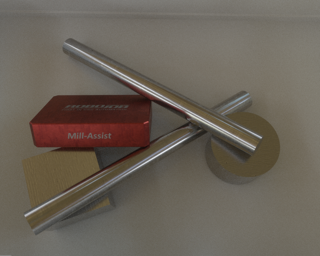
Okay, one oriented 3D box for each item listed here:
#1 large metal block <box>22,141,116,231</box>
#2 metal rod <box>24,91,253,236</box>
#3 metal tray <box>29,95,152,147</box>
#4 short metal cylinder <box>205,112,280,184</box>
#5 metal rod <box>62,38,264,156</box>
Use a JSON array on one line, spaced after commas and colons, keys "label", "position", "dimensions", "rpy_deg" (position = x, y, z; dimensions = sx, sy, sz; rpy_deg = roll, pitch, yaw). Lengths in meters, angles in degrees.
[{"label": "large metal block", "position": [-0.105, 0.068, 0.365], "dimensions": [0.081, 0.050, 0.080], "rpy_deg": [-18, 71, -7]}, {"label": "metal rod", "position": [-0.004, 0.026, 0.359], "dimensions": [0.302, 0.025, 0.025], "rpy_deg": [-29, 72, -25]}, {"label": "metal tray", "position": [-0.077, -0.011, 0.379], "dimensions": [0.131, 0.030, 0.090], "rpy_deg": [0, 26, 1]}, {"label": "short metal cylinder", "position": [0.100, 0.026, 0.385], "dimensions": [0.081, 0.050, 0.080], "rpy_deg": [0, 70, 0]}, {"label": "metal rod", "position": [-0.013, -0.050, 0.395], "dimensions": [0.300, 0.025, 0.025], "rpy_deg": [30, 72, 23]}]
